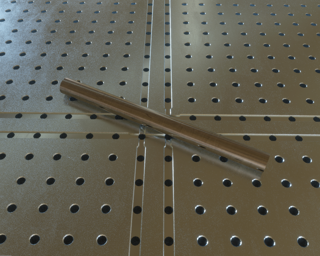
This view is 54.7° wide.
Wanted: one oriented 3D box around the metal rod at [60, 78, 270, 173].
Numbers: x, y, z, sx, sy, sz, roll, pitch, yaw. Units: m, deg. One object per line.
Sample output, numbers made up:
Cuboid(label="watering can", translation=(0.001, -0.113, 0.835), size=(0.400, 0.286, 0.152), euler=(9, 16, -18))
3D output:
Cuboid(label="metal rod", translation=(-0.006, -0.010, 0.416), size=(0.301, 0.025, 0.025), euler=(21, 53, 16))
